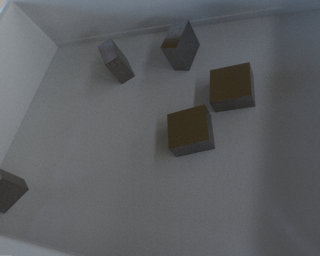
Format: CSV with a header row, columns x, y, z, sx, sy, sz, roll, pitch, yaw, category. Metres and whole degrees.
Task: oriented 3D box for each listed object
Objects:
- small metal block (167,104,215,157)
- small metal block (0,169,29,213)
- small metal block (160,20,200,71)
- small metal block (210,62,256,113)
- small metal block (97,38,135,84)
x,y,z,sx,sy,sz,roll,pitch,yaw,category
0.038,0.004,0.384,0.050,0.025,0.050,-15,56,20,small metal block
-0.234,0.093,0.456,0.050,0.050,0.025,-46,51,-4,small metal block
0.031,-0.118,0.446,0.025,0.050,0.050,9,66,32,small metal block
0.091,-0.051,0.389,0.050,0.025,0.050,-8,58,24,small metal block
-0.069,-0.106,0.491,0.025,0.050,0.050,-32,52,8,small metal block
